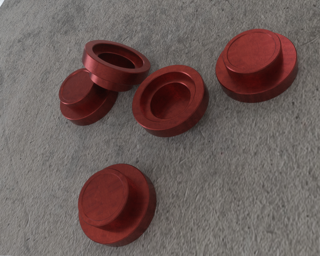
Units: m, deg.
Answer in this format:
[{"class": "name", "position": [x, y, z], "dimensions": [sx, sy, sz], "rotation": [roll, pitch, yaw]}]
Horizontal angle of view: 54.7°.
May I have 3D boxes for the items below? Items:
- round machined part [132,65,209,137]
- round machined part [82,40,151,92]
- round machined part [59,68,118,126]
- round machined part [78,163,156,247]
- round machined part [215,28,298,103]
[{"class": "round machined part", "position": [0.017, -0.031, 0.403], "dimensions": [0.098, 0.042, 0.098], "rotation": [-13, 56, 21]}, {"class": "round machined part", "position": [-0.067, -0.089, 0.460], "dimensions": [0.098, 0.099, 0.042], "rotation": [54, 133, 39]}, {"class": "round machined part", "position": [-0.119, -0.056, 0.490], "dimensions": [0.098, 0.042, 0.098], "rotation": [-13, 56, 21]}, {"class": "round machined part", "position": [-0.057, 0.087, 0.370], "dimensions": [0.098, 0.042, 0.098], "rotation": [-13, 56, 21]}, {"class": "round machined part", "position": [0.116, -0.083, 0.383], "dimensions": [0.098, 0.042, 0.098], "rotation": [-13, 56, 21]}]
